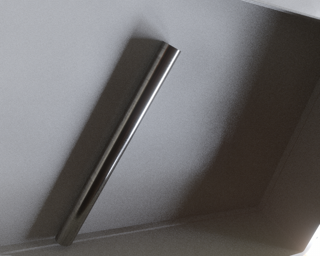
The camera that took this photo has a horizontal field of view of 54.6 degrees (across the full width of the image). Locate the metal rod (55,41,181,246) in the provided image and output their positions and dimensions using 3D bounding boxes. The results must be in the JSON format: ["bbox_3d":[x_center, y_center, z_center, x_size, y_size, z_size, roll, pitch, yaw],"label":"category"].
[{"bbox_3d":[-0.060,0.030,0.393,0.025,0.025,0.299,20,108,-36],"label":"metal rod"}]
